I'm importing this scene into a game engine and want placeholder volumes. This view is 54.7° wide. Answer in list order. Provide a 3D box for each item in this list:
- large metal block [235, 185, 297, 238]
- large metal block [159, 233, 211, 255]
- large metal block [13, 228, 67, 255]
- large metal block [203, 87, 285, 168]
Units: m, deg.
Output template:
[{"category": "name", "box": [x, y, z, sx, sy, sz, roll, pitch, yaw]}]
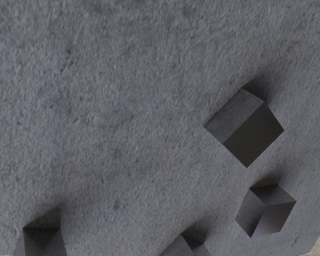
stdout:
[{"category": "large metal block", "box": [0.206, 0.162, 0.607, 0.081, 0.050, 0.079, 0, 118, -29]}, {"category": "large metal block", "box": [0.046, 0.253, 0.575, 0.080, 0.050, 0.080, -48, 130, 5]}, {"category": "large metal block", "box": [-0.160, 0.189, 0.402, 0.050, 0.080, 0.079, 13, 112, -34]}, {"category": "large metal block", "box": [0.126, 0.001, 0.462, 0.080, 0.050, 0.080, -46, 130, 4]}]
